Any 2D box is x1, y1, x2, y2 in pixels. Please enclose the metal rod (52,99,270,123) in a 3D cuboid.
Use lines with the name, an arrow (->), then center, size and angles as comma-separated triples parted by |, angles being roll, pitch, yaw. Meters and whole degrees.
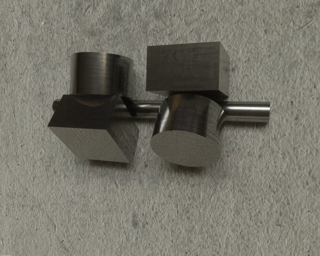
metal rod -> -0.012, -0.025, 0.416 | 0.301, 0.025, 0.025 | 3, 91, 19

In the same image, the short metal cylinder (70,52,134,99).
short metal cylinder -> -0.076, -0.066, 0.407 | 0.080, 0.080, 0.050 | 4, 92, 20

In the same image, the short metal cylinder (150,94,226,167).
short metal cylinder -> 0.033, 0.005, 0.363 | 0.080, 0.080, 0.050 | 2, 56, 20

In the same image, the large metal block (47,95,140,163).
large metal block -> -0.082, 0.002, 0.403 | 0.080, 0.080, 0.050 | 3, 57, 19

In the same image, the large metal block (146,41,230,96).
large metal block -> 0.037, -0.065, 0.367 | 0.080, 0.080, 0.050 | 2, 91, 20
